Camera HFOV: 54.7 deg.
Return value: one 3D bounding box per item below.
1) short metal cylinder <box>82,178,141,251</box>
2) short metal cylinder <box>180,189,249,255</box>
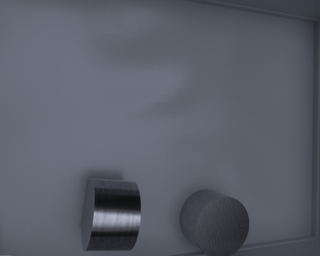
[{"bbox_3d":[-0.059,0.100,0.360,0.050,0.080,0.080,8,87,-20],"label":"short metal cylinder"},{"bbox_3d":[0.074,0.129,0.426,0.081,0.050,0.079,0,90,-21],"label":"short metal cylinder"}]
